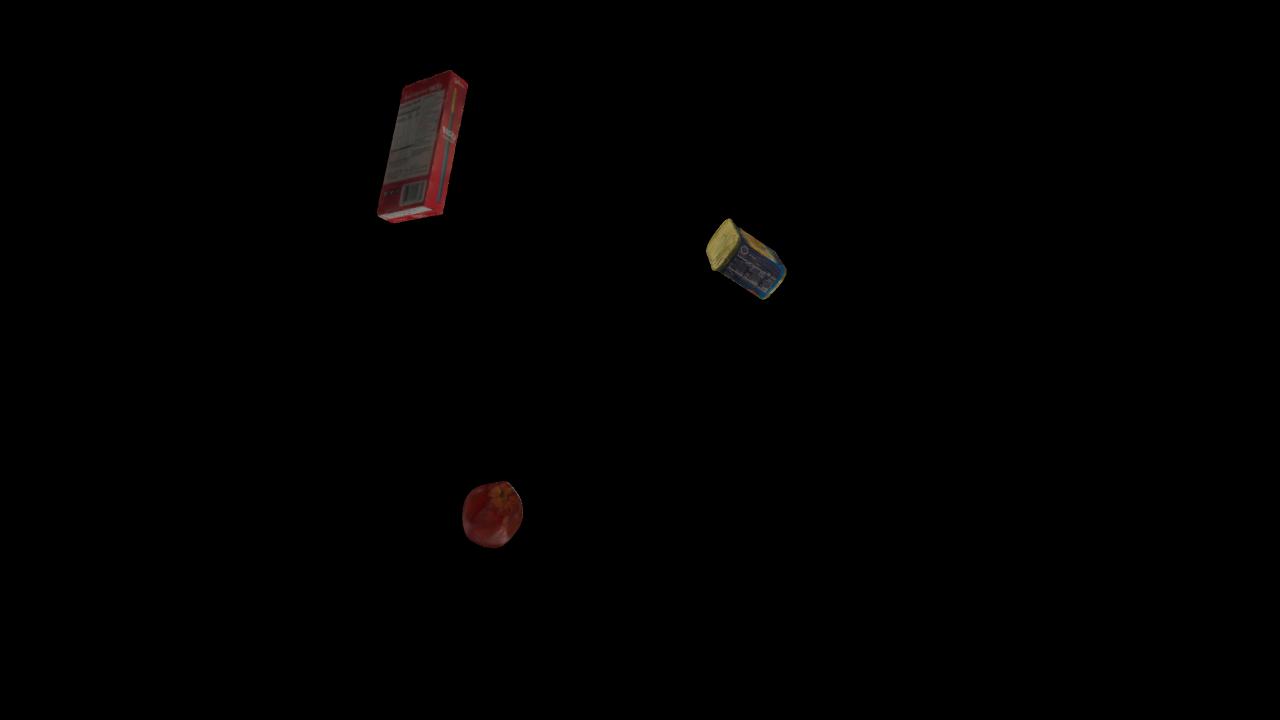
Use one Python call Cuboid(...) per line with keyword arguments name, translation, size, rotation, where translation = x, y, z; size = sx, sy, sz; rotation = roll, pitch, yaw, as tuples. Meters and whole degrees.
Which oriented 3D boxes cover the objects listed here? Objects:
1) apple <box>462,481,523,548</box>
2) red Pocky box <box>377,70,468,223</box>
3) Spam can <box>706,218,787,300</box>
Cuboid(name="apple", translation=(-0.189, 0.196, 0.789), size=(0.079, 0.079, 0.093), rotation=(0, -39, -28))
Cuboid(name="red Pocky box", translation=(-0.232, -0.226, 0.657), size=(0.083, 0.155, 0.028), rotation=(1, -12, 34))
Cuboid(name="Spam can", translation=(0.143, -0.136, 0.833), size=(0.085, 0.058, 0.101), rotation=(29, 25, -17))
